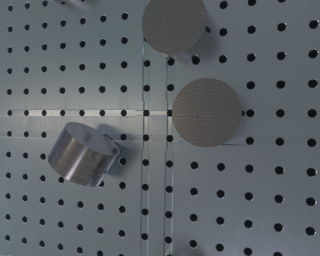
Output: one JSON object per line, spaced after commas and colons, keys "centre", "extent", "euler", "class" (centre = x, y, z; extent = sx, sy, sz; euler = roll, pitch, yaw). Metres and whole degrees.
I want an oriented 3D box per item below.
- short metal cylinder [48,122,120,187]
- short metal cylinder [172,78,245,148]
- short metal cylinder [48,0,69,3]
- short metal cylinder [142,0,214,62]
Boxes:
{"centre": [-0.102, 0.034, 0.419], "extent": [0.080, 0.080, 0.050], "euler": [35, 102, 16], "class": "short metal cylinder"}
{"centre": [0.061, -0.018, 0.378], "extent": [0.080, 0.050, 0.079], "euler": [0, 90, 19], "class": "short metal cylinder"}
{"centre": [-0.162, -0.233, 0.456], "extent": [0.080, 0.050, 0.079], "euler": [0, 90, 20], "class": "short metal cylinder"}
{"centre": [0.024, -0.127, 0.391], "extent": [0.080, 0.050, 0.079], "euler": [0, 90, 20], "class": "short metal cylinder"}
